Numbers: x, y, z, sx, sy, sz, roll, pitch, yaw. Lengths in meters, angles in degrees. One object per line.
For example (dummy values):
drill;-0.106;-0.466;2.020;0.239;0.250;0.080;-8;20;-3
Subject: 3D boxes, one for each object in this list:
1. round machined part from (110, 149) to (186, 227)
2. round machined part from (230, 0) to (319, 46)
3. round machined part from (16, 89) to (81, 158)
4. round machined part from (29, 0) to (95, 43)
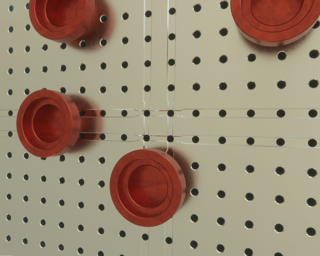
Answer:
round machined part;-0.013;0.075;0.408;0.098;0.042;0.097;0;90;20
round machined part;0.134;-0.142;0.356;0.098;0.042;0.097;0;90;20
round machined part;-0.159;-0.007;0.461;0.098;0.042;0.097;0;90;20
round machined part;-0.137;-0.173;0.453;0.098;0.042;0.097;0;90;20
